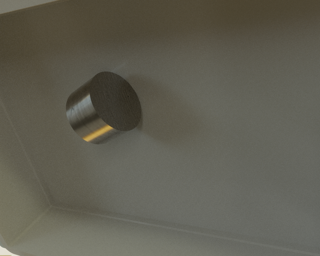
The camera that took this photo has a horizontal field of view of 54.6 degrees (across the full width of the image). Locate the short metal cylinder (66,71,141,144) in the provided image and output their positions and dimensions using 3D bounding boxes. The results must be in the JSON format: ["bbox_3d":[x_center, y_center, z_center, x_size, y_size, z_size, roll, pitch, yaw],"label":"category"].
[{"bbox_3d":[-0.071,-0.025,0.396,0.050,0.080,0.080,-26,104,37],"label":"short metal cylinder"}]
